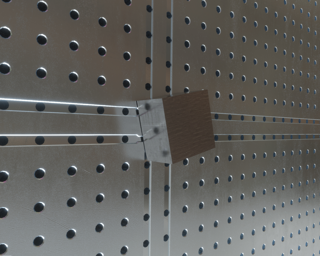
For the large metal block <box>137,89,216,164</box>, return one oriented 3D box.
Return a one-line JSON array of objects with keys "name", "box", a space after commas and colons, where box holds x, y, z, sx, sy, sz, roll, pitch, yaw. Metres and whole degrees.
[{"name": "large metal block", "box": [0.023, -0.004, 0.410, 0.081, 0.050, 0.080, -16, 100, -39]}]
